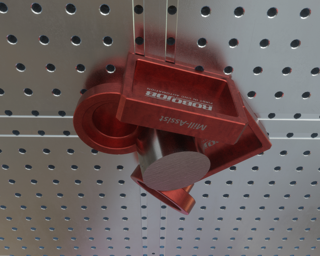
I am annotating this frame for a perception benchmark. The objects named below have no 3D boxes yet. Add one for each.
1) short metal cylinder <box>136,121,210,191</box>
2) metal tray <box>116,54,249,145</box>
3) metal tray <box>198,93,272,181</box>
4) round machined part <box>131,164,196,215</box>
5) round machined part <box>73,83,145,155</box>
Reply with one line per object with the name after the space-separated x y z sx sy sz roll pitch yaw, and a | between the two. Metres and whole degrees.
0.015 0.033 0.375 0.081 0.050 0.080 -9 140 -8 | short metal cylinder
0.023 -0.034 0.340 0.131 0.090 0.030 12 129 -11 | metal tray
0.072 0.019 0.425 0.130 0.030 0.090 -29 125 22 | metal tray
0.010 0.080 0.446 0.098 0.042 0.098 31 164 11 | round machined part
-0.054 -0.015 0.387 0.099 0.042 0.097 -1 130 0 | round machined part
